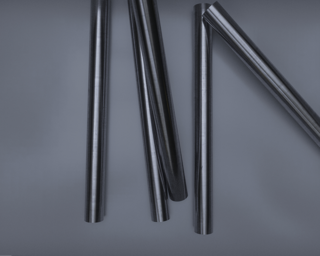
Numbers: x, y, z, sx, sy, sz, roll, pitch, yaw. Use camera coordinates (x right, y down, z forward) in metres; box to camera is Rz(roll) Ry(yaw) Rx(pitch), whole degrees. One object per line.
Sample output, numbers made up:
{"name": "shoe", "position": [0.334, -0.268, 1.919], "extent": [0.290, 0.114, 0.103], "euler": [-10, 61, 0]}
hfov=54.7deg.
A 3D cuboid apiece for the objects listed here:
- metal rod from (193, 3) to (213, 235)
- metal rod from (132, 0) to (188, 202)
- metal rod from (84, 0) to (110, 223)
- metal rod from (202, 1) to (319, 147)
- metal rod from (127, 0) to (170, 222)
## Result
{"name": "metal rod", "position": [0.057, -0.012, 0.411], "extent": [0.025, 0.025, 0.298], "euler": [0, 90, 0]}
{"name": "metal rod", "position": [0.000, -0.044, 0.354], "extent": [0.025, 0.025, 0.298], "euler": [-11, 114, 0]}
{"name": "metal rod", "position": [-0.083, -0.027, 0.410], "extent": [0.025, 0.025, 0.298], "euler": [2, 90, 0]}
{"name": "metal rod", "position": [0.165, -0.041, 0.400], "extent": [0.025, 0.025, 0.300], "euler": [-44, 95, 0]}
{"name": "metal rod", "position": [-0.015, -0.027, 0.411], "extent": [0.025, 0.025, 0.298], "euler": [-6, 90, 0]}
